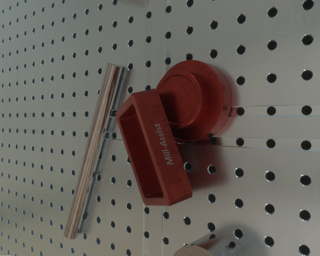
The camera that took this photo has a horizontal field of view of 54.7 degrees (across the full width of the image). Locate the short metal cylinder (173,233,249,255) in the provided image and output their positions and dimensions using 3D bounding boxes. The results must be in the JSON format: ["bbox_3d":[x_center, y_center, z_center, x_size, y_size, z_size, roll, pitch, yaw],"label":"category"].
[{"bbox_3d":[0.057,0.164,0.345,0.080,0.050,0.079,0,90,39],"label":"short metal cylinder"}]

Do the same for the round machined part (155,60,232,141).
[{"bbox_3d":[0.032,-0.033,0.371,0.098,0.042,0.097,0,90,39],"label":"round machined part"}]

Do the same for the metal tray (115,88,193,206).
[{"bbox_3d":[-0.012,0.028,0.379,0.090,0.030,0.129,-32,75,65],"label":"metal tray"}]

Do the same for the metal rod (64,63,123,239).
[{"bbox_3d":[-0.110,0.045,0.496,0.025,0.025,0.298,27,107,36],"label":"metal rod"}]

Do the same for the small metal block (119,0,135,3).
[{"bbox_3d":[-0.057,-0.216,0.454,0.050,0.025,0.050,28,108,36],"label":"small metal block"}]
